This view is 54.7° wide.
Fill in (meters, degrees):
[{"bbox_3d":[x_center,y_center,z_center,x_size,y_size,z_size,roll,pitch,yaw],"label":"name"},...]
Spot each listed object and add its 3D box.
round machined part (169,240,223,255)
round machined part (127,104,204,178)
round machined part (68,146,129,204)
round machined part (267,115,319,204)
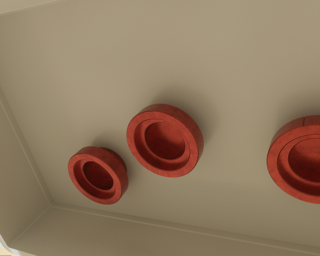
[{"bbox_3d":[0.059,0.228,0.499,0.098,0.042,0.097,15,135,16],"label":"round machined part"},{"bbox_3d":[0.010,0.012,0.400,0.098,0.042,0.097,13,124,21],"label":"round machined part"},{"bbox_3d":[-0.092,0.070,0.489,0.098,0.042,0.097,13,124,21],"label":"round machined part"},{"bbox_3d":[0.167,0.029,0.327,0.098,0.042,0.097,13,124,21],"label":"round machined part"}]
